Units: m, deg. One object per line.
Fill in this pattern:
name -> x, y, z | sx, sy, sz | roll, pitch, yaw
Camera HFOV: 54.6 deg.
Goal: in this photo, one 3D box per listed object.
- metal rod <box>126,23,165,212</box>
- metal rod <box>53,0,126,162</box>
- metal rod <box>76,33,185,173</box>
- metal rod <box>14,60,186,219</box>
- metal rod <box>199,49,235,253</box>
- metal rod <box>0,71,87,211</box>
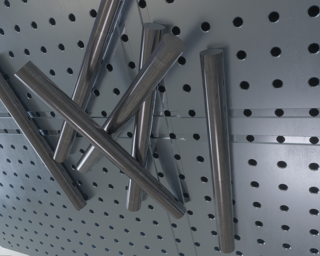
metal rod -> -0.025, 0.008, 0.429 | 0.025, 0.025, 0.298 | 20, 126, 16
metal rod -> -0.110, -0.050, 0.439 | 0.025, 0.025, 0.298 | 35, 129, 5
metal rod -> -0.057, -0.009, 0.411 | 0.025, 0.025, 0.298 | 42, 137, -1
metal rod -> -0.064, 0.030, 0.416 | 0.025, 0.025, 0.300 | -24, 121, 37
metal rod -> 0.078, 0.049, 0.400 | 0.025, 0.025, 0.298 | 4, 121, 26
metal rod -> -0.214, 0.019, 0.537 | 0.025, 0.025, 0.299 | -16, 110, 34
